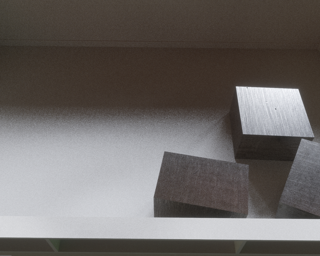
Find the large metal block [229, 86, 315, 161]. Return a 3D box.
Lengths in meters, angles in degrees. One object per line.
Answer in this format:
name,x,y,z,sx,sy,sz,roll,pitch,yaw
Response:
large metal block,0.137,-0.006,0.396,0.080,0.050,0.080,3,50,2

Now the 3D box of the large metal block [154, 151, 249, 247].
large metal block,0.039,0.073,0.309,0.080,0.080,0.050,9,51,7

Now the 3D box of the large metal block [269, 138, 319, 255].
large metal block,0.150,0.071,0.307,0.050,0.080,0.080,18,52,26

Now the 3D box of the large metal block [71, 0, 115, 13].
large metal block,-0.134,-0.277,0.622,0.081,0.050,0.080,-3,50,-3
